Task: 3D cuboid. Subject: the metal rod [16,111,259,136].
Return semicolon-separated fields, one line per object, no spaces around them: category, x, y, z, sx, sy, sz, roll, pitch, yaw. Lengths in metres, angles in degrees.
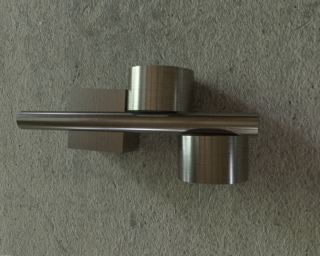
metal rod;-0.041;-0.007;0.369;0.301;0.025;0.025;1;91;18

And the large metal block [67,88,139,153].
large metal block;-0.074;-0.011;0.418;0.080;0.050;0.079;3;91;19

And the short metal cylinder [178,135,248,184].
short metal cylinder;0.061;0.033;0.359;0.080;0.080;0.050;0;90;19

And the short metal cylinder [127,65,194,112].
short metal cylinder;0.001;-0.045;0.381;0.080;0.080;0.050;2;91;19

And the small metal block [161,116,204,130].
small metal block;0.034;-0.005;0.383;0.050;0.050;0.025;1;91;19
